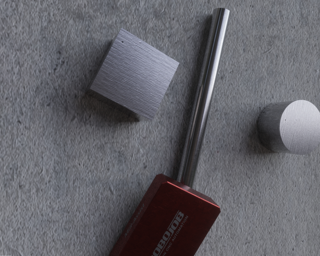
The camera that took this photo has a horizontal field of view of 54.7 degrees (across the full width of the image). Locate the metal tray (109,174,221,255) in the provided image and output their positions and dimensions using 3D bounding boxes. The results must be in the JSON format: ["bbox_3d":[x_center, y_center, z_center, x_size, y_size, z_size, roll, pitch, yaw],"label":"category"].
[{"bbox_3d":[0.006,0.135,0.395,0.090,0.030,0.130,29,93,-18],"label":"metal tray"}]

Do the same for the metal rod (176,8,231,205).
[{"bbox_3d":[0.056,-0.021,0.430,0.025,0.025,0.298,15,85,-20],"label":"metal rod"}]

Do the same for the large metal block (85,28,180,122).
[{"bbox_3d":[-0.035,-0.062,0.383,0.080,0.050,0.080,28,81,-18],"label":"large metal block"}]

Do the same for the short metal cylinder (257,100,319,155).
[{"bbox_3d":[0.197,-0.001,0.470,0.081,0.050,0.079,0,90,-21],"label":"short metal cylinder"}]
